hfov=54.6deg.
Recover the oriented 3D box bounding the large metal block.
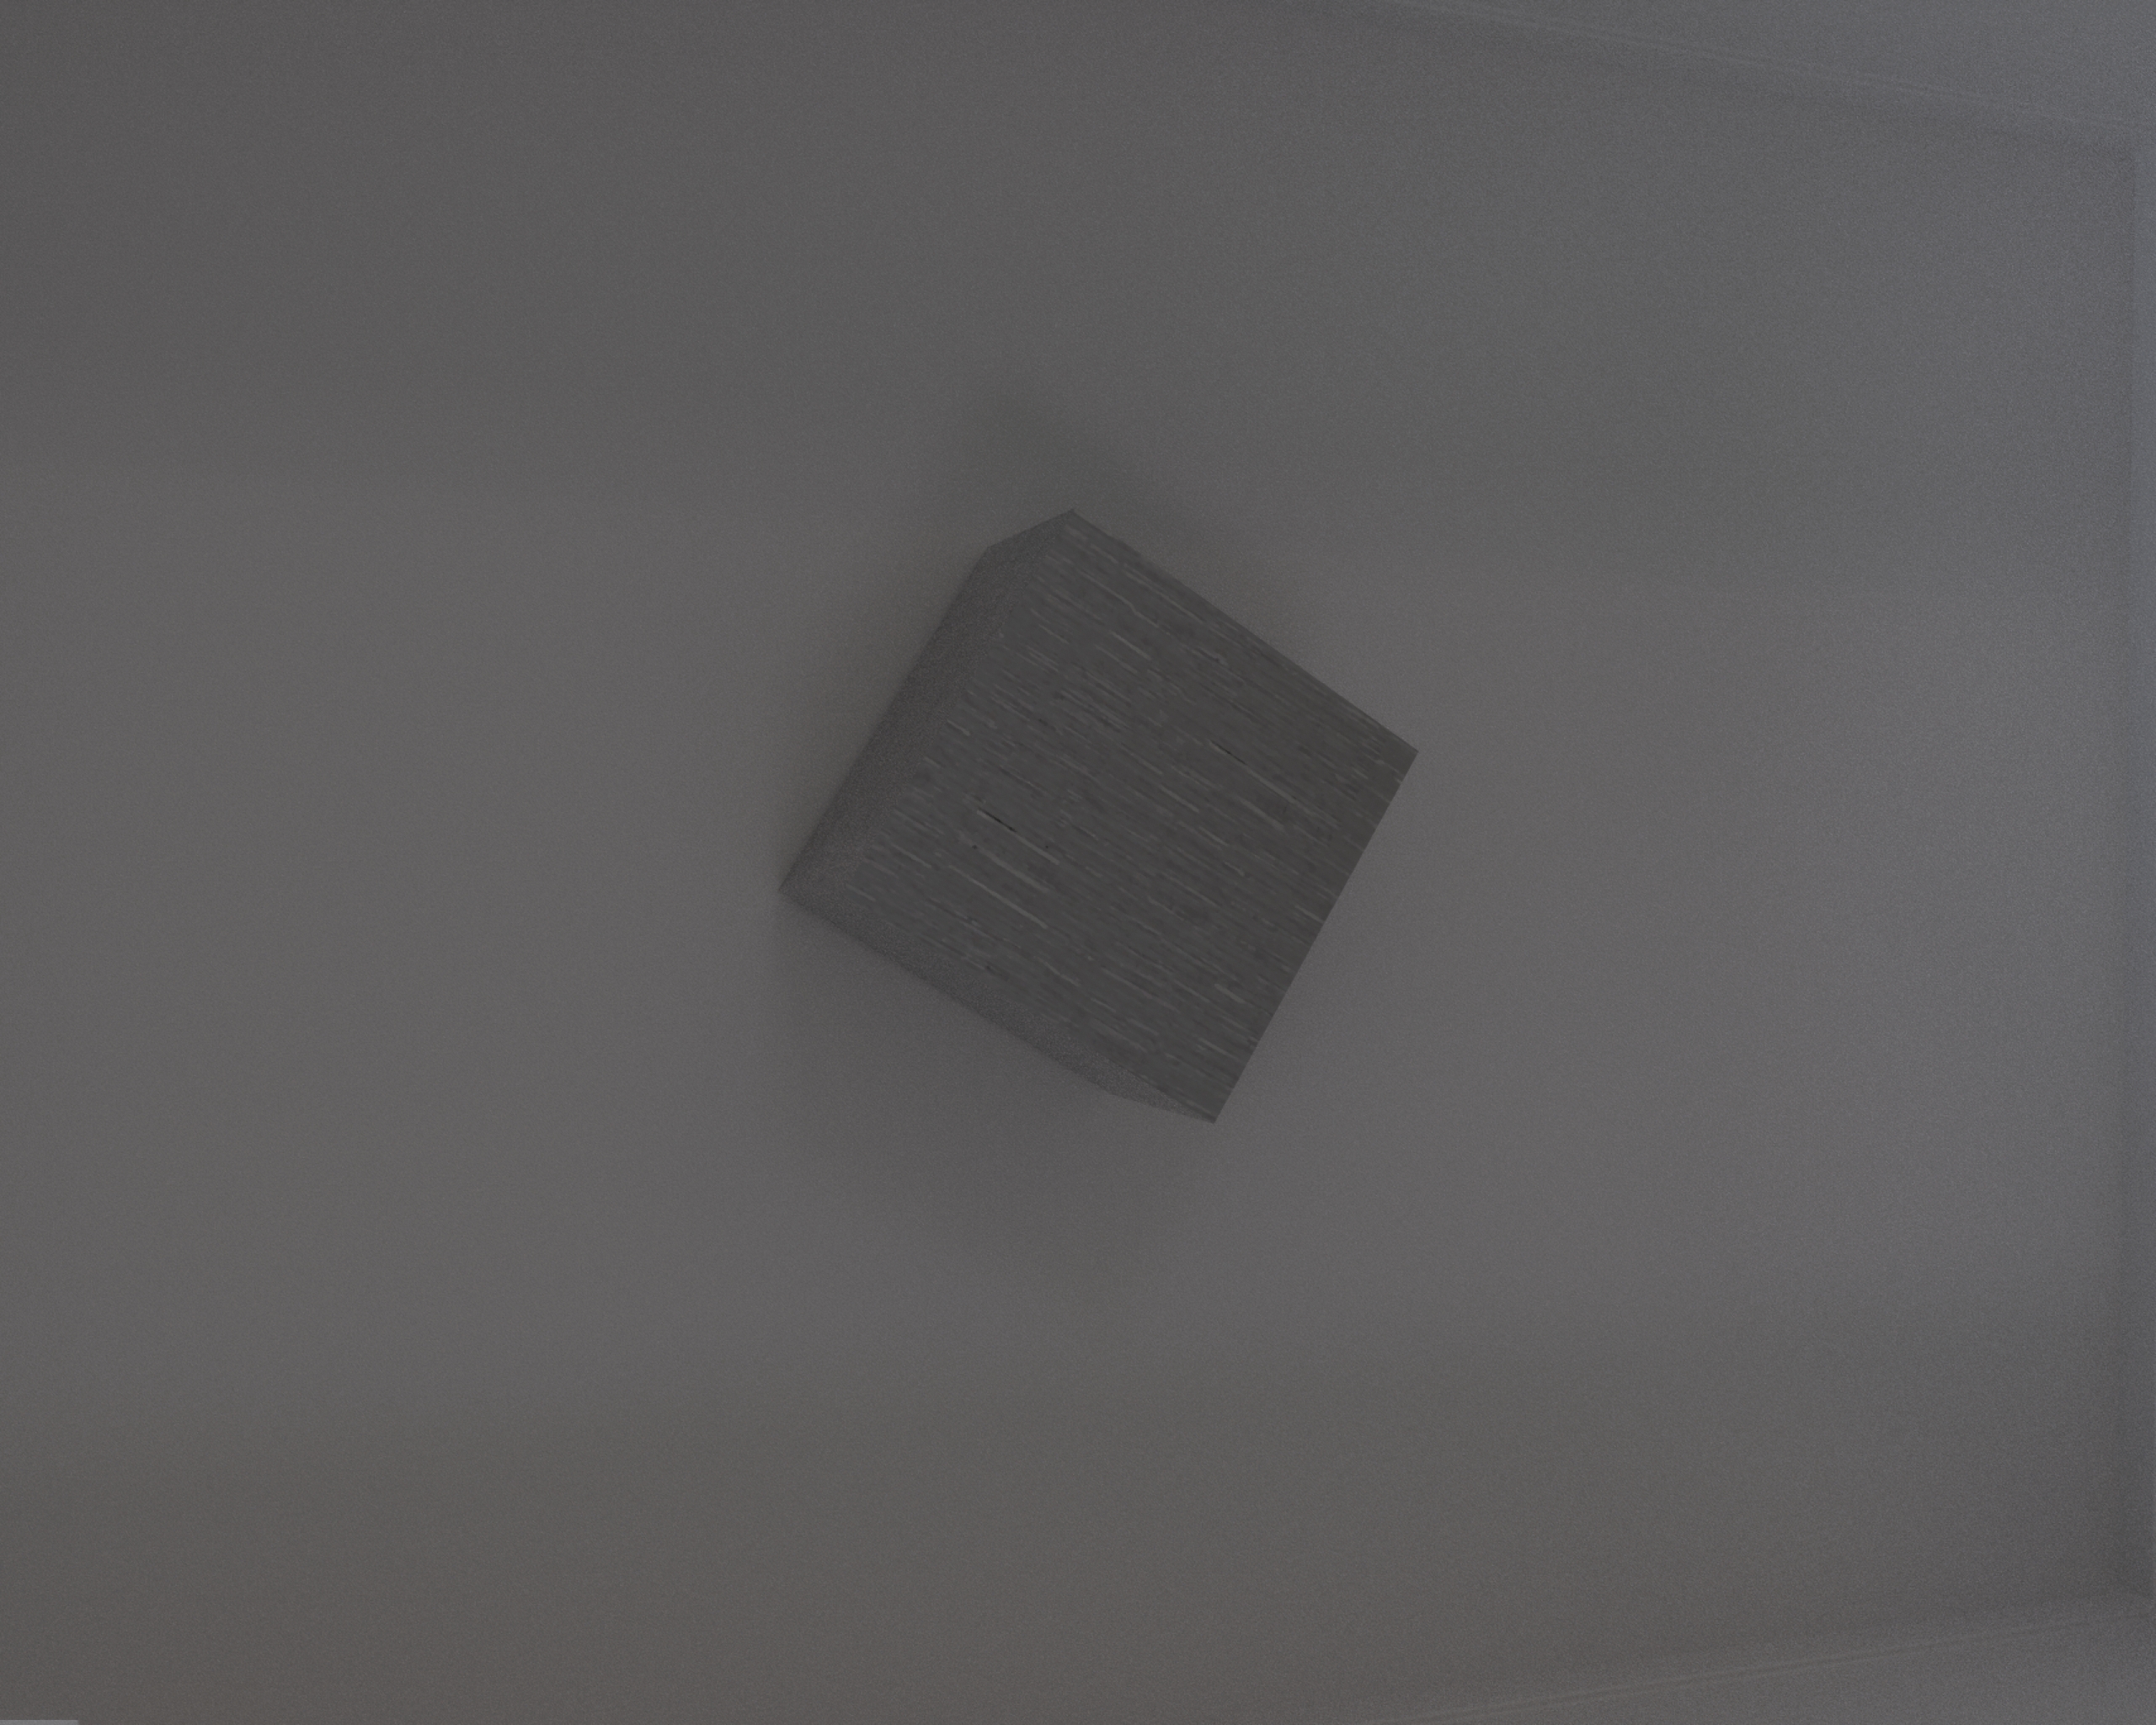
[{"bbox_3d":[0.003,-0.008,0.395,0.080,0.050,0.080,33,79,-17],"label":"large metal block"}]
